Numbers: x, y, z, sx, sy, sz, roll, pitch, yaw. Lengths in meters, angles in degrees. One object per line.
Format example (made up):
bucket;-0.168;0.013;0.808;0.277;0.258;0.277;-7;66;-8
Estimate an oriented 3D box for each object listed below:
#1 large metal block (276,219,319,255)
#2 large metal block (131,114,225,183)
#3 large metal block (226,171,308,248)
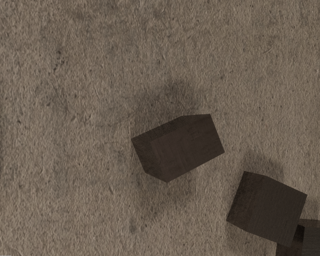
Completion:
large metal block;0.233;0.189;0.485;0.081;0.050;0.080;10;87;-20
large metal block;0.019;0.022;0.388;0.081;0.080;0.050;-25;99;-19
large metal block;0.157;0.118;0.456;0.080;0.050;0.080;25;82;-19
